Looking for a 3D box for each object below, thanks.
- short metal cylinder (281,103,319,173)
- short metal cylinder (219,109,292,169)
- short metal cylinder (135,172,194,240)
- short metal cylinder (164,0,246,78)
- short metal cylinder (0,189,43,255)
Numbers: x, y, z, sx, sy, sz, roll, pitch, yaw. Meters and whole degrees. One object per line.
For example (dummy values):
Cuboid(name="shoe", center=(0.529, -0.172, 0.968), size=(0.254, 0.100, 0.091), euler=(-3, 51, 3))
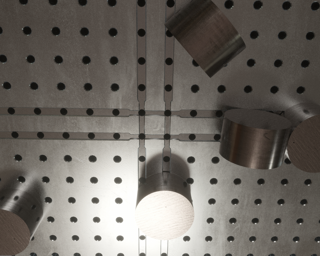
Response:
Cuboid(name="short metal cylinder", center=(0.198, 0.012, 0.407), size=(0.081, 0.050, 0.079), euler=(0, 110, -1))
Cuboid(name="short metal cylinder", center=(0.118, 0.011, 0.390), size=(0.081, 0.080, 0.050), euler=(4, 110, -2))
Cuboid(name="short metal cylinder", center=(0.006, 0.110, 0.441), size=(0.081, 0.050, 0.079), euler=(0, 110, -1))
Cuboid(name="short metal cylinder", center=(0.050, -0.103, 0.347), size=(0.050, 0.080, 0.080), euler=(-41, 106, 13))
Cuboid(name="short metal cylinder", center=(-0.218, 0.135, 0.447), size=(0.081, 0.050, 0.079), euler=(0, 110, -1))
